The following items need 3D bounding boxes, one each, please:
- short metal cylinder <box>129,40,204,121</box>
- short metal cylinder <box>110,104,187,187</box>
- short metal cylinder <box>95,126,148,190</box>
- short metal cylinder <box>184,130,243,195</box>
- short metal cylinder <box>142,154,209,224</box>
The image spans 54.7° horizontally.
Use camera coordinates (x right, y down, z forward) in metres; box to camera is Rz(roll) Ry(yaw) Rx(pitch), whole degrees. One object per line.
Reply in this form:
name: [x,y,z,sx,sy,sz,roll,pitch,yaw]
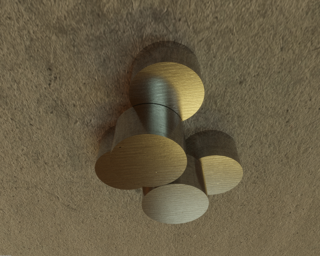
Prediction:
short metal cylinder: [0.007,-0.051,0.349,0.081,0.050,0.079,0,130,0]
short metal cylinder: [-0.012,0.020,0.342,0.080,0.050,0.079,0,130,0]
short metal cylinder: [-0.045,0.040,0.426,0.081,0.050,0.079,0,130,0]
short metal cylinder: [0.071,0.049,0.434,0.081,0.050,0.079,0,130,0]
short metal cylinder: [0.018,0.077,0.391,0.081,0.050,0.079,-1,130,0]
